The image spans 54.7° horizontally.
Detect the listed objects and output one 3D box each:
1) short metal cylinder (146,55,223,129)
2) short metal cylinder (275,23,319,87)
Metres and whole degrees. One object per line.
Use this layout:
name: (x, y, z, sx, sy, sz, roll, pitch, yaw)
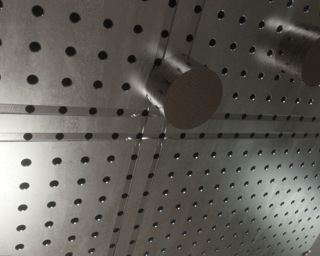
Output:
short metal cylinder: (0.030, -0.045, 0.385, 0.081, 0.050, 0.079, -14, 124, -21)
short metal cylinder: (0.218, -0.107, 0.451, 0.081, 0.050, 0.079, -14, 125, -21)
